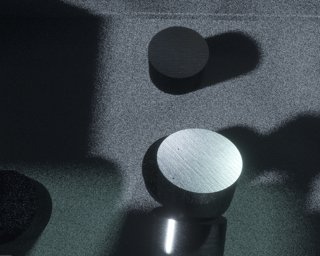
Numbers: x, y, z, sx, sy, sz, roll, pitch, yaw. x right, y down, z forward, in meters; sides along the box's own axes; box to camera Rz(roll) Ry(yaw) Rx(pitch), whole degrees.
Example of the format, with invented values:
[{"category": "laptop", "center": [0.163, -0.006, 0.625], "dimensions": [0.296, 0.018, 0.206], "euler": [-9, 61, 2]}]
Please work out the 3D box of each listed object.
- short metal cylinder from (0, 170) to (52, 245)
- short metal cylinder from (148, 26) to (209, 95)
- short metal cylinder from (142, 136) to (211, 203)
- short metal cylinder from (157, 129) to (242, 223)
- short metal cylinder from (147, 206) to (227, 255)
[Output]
[{"category": "short metal cylinder", "center": [-0.174, 0.093, 0.360], "dimensions": [0.081, 0.050, 0.080], "euler": [0, 70, 0]}, {"category": "short metal cylinder", "center": [0.024, -0.093, 0.431], "dimensions": [0.081, 0.050, 0.080], "euler": [0, 70, 0]}, {"category": "short metal cylinder", "center": [0.020, 0.054, 0.377], "dimensions": [0.081, 0.050, 0.080], "euler": [0, 70, 0]}, {"category": "short metal cylinder", "center": [0.037, 0.046, 0.311], "dimensions": [0.081, 0.050, 0.080], "euler": [1, 44, -1]}, {"category": "short metal cylinder", "center": [0.029, 0.118, 0.332], "dimensions": [0.080, 0.080, 0.050], "euler": [7, 87, 2]}]
